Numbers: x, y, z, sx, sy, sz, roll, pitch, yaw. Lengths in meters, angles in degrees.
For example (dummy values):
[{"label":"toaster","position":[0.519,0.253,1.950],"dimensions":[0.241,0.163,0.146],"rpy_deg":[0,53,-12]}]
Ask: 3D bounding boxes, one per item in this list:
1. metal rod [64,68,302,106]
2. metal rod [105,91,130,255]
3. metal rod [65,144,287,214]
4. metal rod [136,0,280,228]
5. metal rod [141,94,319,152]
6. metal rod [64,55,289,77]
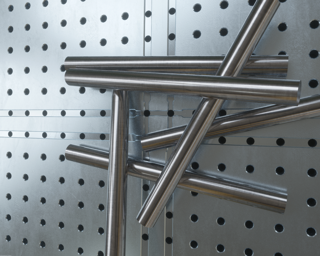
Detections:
[{"label":"metal rod","position":[0.003,-0.053,0.368],"dimensions":[0.300,0.025,0.025],"rpy_deg":[9,93,29]},{"label":"metal rod","position":[-0.055,0.078,0.397],"dimensions":[0.025,0.025,0.299],"rpy_deg":[-5,76,20]},{"label":"metal rod","position":[0.006,0.062,0.410],"dimensions":[0.301,0.025,0.025],"rpy_deg":[11,94,19]},{"label":"metal rod","position":[0.051,-0.012,0.366],"dimensions":[0.025,0.025,0.299],"rpy_deg":[31,100,17]},{"label":"metal rod","position":[0.118,-0.012,0.370],"dimensions":[0.300,0.025,0.025],"rpy_deg":[-13,86,19]},{"label":"metal rod","position":[0.007,-0.083,0.410],"dimensions":[0.301,0.025,0.025],"rpy_deg":[4,92,20]}]
